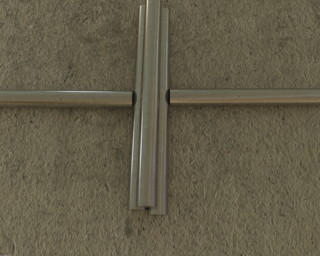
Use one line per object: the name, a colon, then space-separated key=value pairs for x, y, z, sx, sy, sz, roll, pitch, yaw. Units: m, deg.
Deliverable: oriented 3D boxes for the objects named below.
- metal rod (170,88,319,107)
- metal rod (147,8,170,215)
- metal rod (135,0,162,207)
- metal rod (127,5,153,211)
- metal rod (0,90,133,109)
metal rod: x=0.164 y=-0.042 z=0.427 sx=0.302 sy=0.025 sz=0.025 roll=0 pitch=70 yaw=-1
metal rod: x=0.000 y=-0.036 z=0.423 sx=0.025 sy=0.025 sz=0.299 roll=1 pitch=70 yaw=0
metal rod: x=-0.013 y=-0.050 z=0.406 sx=0.025 sy=0.025 sz=0.299 roll=1 pitch=70 yaw=0
metal rod: x=-0.024 y=-0.041 z=0.425 sx=0.025 sy=0.025 sz=0.299 roll=1 pitch=70 yaw=0
metal rod: x=-0.188 y=-0.040 z=0.421 sx=0.302 sy=0.025 sz=0.025 roll=0 pitch=70 yaw=-1
